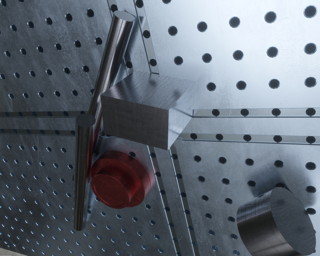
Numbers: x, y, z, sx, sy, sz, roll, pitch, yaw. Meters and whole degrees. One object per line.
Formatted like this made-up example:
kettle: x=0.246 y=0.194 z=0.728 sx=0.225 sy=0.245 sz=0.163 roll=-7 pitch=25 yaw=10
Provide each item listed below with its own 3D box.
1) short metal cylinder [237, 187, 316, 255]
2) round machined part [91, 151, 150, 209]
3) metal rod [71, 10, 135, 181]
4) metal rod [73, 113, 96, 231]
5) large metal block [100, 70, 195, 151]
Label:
short metal cylinder: x=0.140 y=0.118 z=0.375 sx=0.080 sy=0.080 sz=0.050 roll=46 pitch=129 yaw=-4
round machined part: x=-0.068 y=0.088 z=0.489 sx=0.098 sy=0.042 sz=0.097 roll=13 pitch=124 yaw=20
metal rod: x=-0.090 y=-0.021 z=0.443 sx=0.025 sy=0.025 sz=0.298 roll=31 pitch=128 yaw=7
metal rod: x=-0.128 y=0.091 z=0.506 sx=0.025 sy=0.025 sz=0.298 roll=28 pitch=136 yaw=10
large metal block: x=-0.012 y=-0.025 z=0.365 sx=0.080 sy=0.080 sz=0.050 roll=14 pitch=124 yaw=20
